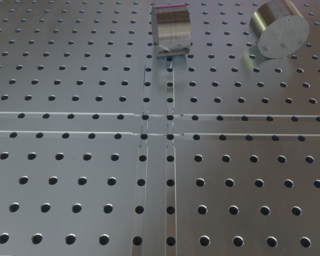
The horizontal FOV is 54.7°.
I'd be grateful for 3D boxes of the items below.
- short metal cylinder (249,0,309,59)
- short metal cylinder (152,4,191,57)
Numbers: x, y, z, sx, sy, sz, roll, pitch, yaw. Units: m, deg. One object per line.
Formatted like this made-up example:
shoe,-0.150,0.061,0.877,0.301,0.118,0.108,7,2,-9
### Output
short metal cylinder,0.194,-0.162,0.509,0.081,0.080,0.050,-5,50,-5
short metal cylinder,0.017,-0.159,0.505,0.050,0.080,0.080,-8,51,-6
